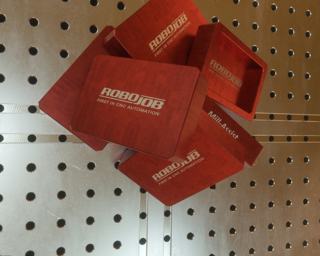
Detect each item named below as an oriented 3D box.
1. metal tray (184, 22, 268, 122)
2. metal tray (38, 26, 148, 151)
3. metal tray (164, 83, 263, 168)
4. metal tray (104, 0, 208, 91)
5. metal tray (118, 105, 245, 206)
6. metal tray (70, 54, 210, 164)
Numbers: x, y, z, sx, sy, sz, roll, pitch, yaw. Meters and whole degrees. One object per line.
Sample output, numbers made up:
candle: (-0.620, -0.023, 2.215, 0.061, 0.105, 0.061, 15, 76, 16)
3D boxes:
metal tray: (0.091, -0.070, 0.417, 0.131, 0.030, 0.090, 22, 82, -41)
metal tray: (-0.072, -0.048, 0.383, 0.090, 0.030, 0.130, 41, 77, -17)
metal tray: (0.057, -0.003, 0.398, 0.130, 0.090, 0.030, 40, 77, -16)
metal tray: (0.005, -0.114, 0.391, 0.090, 0.030, 0.130, 49, 61, -17)
metal tray: (0.023, 0.038, 0.370, 0.090, 0.129, 0.030, 40, 39, -16)
metal tray: (-0.024, -0.024, 0.323, 0.030, 0.130, 0.090, 30, 76, -61)
